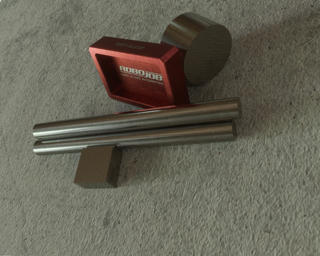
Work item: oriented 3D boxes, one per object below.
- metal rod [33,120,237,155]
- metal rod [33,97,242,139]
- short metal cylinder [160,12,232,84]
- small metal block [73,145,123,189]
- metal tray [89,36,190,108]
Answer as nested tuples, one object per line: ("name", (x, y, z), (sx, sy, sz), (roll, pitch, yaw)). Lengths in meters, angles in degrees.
("metal rod", (-0.050, 0.017, 0.418), (0.301, 0.025, 0.025), (-6, 59, 24))
("metal rod", (-0.047, -0.009, 0.407), (0.301, 0.025, 0.025), (-6, 59, 24))
("short metal cylinder", (0.047, -0.104, 0.407), (0.080, 0.080, 0.050), (-45, 51, -3))
("small metal block", (-0.081, 0.053, 0.413), (0.050, 0.025, 0.050), (-6, 59, 24))
("metal tray", (-0.028, -0.070, 0.414), (0.130, 0.090, 0.030), (18, 52, 35))
